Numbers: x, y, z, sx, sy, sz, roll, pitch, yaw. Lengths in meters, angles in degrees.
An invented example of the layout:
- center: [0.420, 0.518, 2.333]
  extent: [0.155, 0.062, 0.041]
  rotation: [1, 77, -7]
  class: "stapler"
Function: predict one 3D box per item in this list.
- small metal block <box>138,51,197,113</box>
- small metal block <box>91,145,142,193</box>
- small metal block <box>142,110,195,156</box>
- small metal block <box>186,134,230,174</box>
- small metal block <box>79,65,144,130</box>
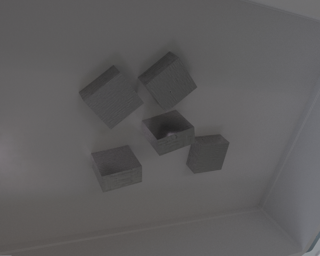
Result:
- center: [0.010, -0.056, 0.379]
  extent: [0.050, 0.025, 0.050]
  rotation: [-40, 129, -1]
  class: "small metal block"
- center: [-0.055, 0.050, 0.393]
  extent: [0.050, 0.050, 0.025]
  rotation: [-12, 124, -22]
  class: "small metal block"
- center: [0.011, 0.005, 0.401]
  extent: [0.050, 0.050, 0.025]
  rotation: [-19, 126, -18]
  class: "small metal block"
- center: [0.072, 0.039, 0.472]
  extent: [0.050, 0.025, 0.050]
  rotation: [-4, 120, -27]
  class: "small metal block"
- center: [-0.055, -0.035, 0.357]
  extent: [0.050, 0.025, 0.050]
  rotation: [-39, 129, -2]
  class: "small metal block"
